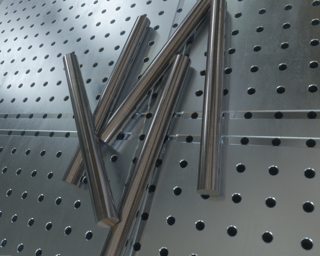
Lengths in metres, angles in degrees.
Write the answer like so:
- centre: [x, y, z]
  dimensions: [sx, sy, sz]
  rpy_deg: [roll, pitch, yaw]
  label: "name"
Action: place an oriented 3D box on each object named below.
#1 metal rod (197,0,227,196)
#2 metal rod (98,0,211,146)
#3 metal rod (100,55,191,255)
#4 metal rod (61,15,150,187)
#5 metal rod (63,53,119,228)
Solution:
- centre: [0.071, -0.061, 0.406]
  dimensions: [0.025, 0.025, 0.299]
  rpy_deg: [-6, 59, 25]
  label: "metal rod"
- centre: [0.005, -0.101, 0.466]
  dimensions: [0.025, 0.025, 0.300]
  rpy_deg: [26, 76, 36]
  label: "metal rod"
- centre: [-0.014, 0.032, 0.394]
  dimensions: [0.025, 0.025, 0.300]
  rpy_deg: [6, 65, 30]
  label: "metal rod"
- centre: [-0.076, -0.054, 0.479]
  dimensions: [0.025, 0.025, 0.300]
  rpy_deg: [6, 65, 30]
  label: "metal rod"
- centre: [-0.104, -0.006, 0.430]
  dimensions: [0.025, 0.025, 0.299]
  rpy_deg: [-30, 52, 9]
  label: "metal rod"
